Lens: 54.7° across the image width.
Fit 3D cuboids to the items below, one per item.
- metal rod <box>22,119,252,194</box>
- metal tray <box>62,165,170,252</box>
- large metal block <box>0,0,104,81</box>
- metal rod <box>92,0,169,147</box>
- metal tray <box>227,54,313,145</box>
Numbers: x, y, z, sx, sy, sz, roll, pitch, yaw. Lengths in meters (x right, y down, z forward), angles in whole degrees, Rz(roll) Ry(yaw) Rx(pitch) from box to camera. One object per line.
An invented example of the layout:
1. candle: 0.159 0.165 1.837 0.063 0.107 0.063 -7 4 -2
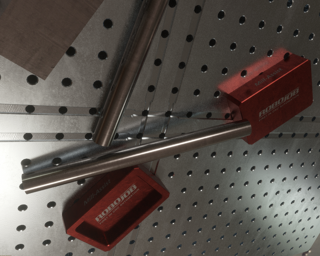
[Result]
1. metal rod: -0.018 0.032 0.405 0.302 0.025 0.025 -13 124 -15
2. metal tray: -0.061 0.111 0.444 0.130 0.030 0.090 -42 130 1
3. large metal block: -0.101 -0.098 0.260 0.050 0.080 0.080 33 100 -39
4. metal rod: -0.014 -0.112 0.335 0.025 0.025 0.298 11 113 -34
5. metal tray: 0.174 -0.043 0.479 0.131 0.030 0.090 -32 129 -8
